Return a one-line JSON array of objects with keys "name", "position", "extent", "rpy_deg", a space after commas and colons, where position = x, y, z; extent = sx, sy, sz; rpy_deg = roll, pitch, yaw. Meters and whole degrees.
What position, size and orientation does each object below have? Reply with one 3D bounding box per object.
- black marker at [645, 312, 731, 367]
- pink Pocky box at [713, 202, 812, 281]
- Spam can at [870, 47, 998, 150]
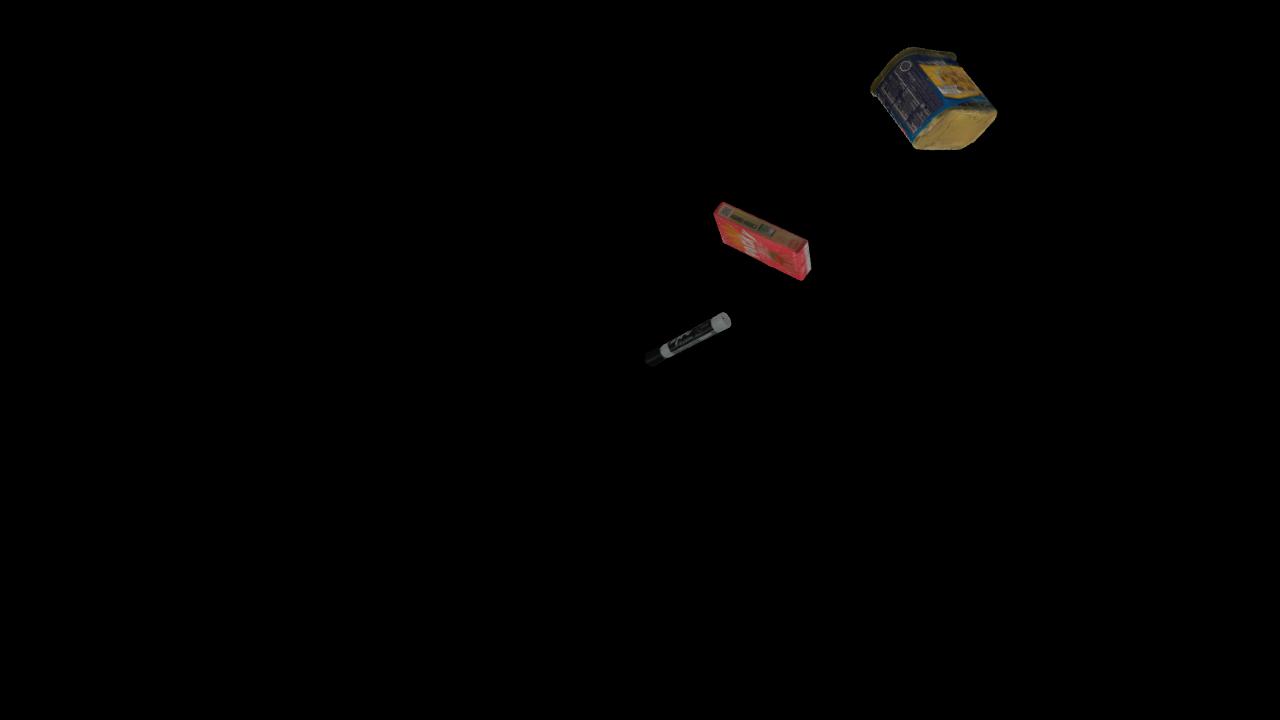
[{"name": "black marker", "position": [0.052, -0.021, 0.711], "extent": [0.121, 0.020, 0.020], "rpy_deg": [-28, -17, 35]}, {"name": "pink Pocky box", "position": [0.187, -0.181, 0.941], "extent": [0.155, 0.029, 0.084], "rpy_deg": [33, -9, 27]}, {"name": "Spam can", "position": [0.301, -0.264, 0.628], "extent": [0.101, 0.085, 0.058], "rpy_deg": [-12, -24, -30]}]
